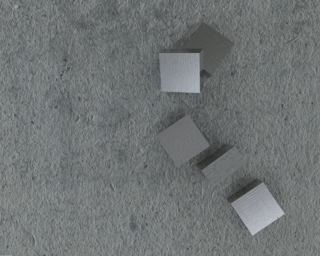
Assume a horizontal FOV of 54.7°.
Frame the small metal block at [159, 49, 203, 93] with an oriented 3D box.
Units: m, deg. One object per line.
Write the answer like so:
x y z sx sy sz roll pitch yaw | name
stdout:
0.028 -0.073 0.394 0.050 0.025 0.050 4 117 17 | small metal block

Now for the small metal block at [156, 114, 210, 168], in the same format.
0.029 0.016 0.410 0.050 0.025 0.050 -34 90 0 | small metal block

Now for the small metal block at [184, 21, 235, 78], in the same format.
0.061 -0.102 0.410 0.050 0.025 0.050 35 90 0 | small metal block

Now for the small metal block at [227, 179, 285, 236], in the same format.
0.126 0.104 0.411 0.050 0.025 0.050 -34 90 0 | small metal block

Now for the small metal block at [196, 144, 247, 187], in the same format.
0.077 0.046 0.398 0.050 0.050 0.025 -36 90 0 | small metal block
